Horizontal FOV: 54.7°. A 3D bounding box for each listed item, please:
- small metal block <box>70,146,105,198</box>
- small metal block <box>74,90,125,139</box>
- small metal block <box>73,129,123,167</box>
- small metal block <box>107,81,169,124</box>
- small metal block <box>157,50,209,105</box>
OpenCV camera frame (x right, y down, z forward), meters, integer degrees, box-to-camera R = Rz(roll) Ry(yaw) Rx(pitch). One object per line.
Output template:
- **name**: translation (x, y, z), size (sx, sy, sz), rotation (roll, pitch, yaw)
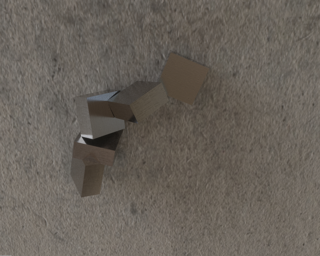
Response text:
- **small metal block**: translation (-0.097, 0.054, 0.409), size (0.025, 0.050, 0.050), rotation (-4, 122, -32)
- **small metal block**: translation (-0.073, -0.018, 0.385), size (0.025, 0.050, 0.050), rotation (9, 111, 42)
- **small metal block**: translation (-0.079, 0.019, 0.399), size (0.050, 0.050, 0.025), rotation (13, 121, -2)
- **small metal block**: translation (-0.027, -0.033, 0.372), size (0.050, 0.050, 0.025), rotation (-39, 121, -27)
- **small metal block**: translation (0.026, -0.063, 0.387), size (0.050, 0.025, 0.050), rotation (21, 108, -8)
